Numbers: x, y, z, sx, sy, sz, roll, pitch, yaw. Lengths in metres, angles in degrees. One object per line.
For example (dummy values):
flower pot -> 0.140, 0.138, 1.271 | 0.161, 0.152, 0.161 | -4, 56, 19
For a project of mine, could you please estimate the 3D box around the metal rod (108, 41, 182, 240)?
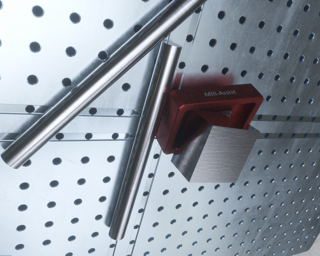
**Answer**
metal rod -> -0.026, 0.033, 0.418 | 0.025, 0.025, 0.298 | 3, 117, -30

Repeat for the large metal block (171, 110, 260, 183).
large metal block -> 0.072, 0.025, 0.410 | 0.081, 0.050, 0.079 | 7, 113, -32

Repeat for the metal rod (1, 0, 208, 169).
metal rod -> -0.054, -0.064, 0.343 | 0.300, 0.025, 0.025 | -42, 130, 0

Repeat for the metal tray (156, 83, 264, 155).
metal tray -> 0.067, -0.013, 0.423 | 0.131, 0.030, 0.089 | -8, 138, -25
